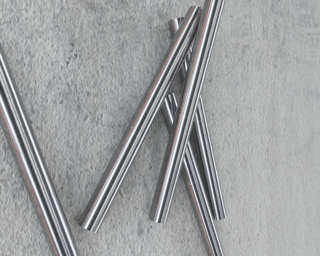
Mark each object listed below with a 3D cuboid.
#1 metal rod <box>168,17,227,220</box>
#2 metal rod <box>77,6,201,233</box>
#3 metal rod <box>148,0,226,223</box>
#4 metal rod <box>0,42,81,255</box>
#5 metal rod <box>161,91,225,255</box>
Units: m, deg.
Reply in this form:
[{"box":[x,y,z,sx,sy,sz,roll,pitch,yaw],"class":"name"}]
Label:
[{"box":[0.057,-0.006,0.451,0.025,0.025,0.298,-22,104,-38],"class":"metal rod"},{"box":[-0.015,-0.021,0.374,0.025,0.025,0.300,36,74,-35],"class":"metal rod"},{"box":[0.034,-0.025,0.395,0.025,0.025,0.298,12,94,-40],"class":"metal rod"},{"box":[-0.117,0.062,0.306,0.025,0.025,0.298,-25,106,-37],"class":"metal rod"},{"box":[0.052,0.093,0.448,0.025,0.025,0.298,-29,108,-36],"class":"metal rod"}]
